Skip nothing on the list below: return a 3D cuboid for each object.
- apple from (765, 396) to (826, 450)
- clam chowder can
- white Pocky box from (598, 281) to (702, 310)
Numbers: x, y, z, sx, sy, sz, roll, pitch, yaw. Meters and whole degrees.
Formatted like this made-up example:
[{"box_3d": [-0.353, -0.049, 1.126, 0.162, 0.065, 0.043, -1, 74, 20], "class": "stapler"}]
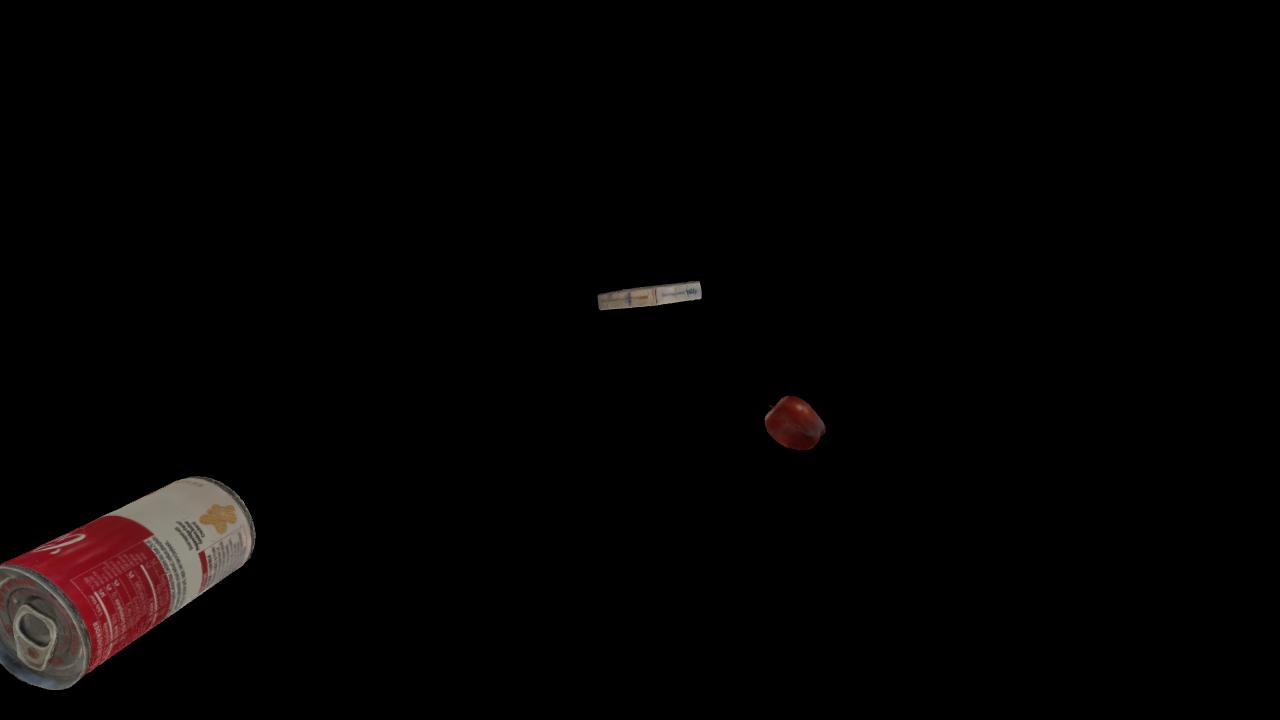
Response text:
[{"box_3d": [0.243, 0.100, 0.973, 0.093, 0.079, 0.079, 39, 10, 13], "class": "apple"}, {"box_3d": [-0.278, 0.115, 0.337, 0.068, 0.068, 0.102, 0, 14, 13], "class": "clam chowder can"}, {"box_3d": [0.011, -0.095, 0.908, 0.084, 0.028, 0.154, -13, 9, -34], "class": "white Pocky box"}]
